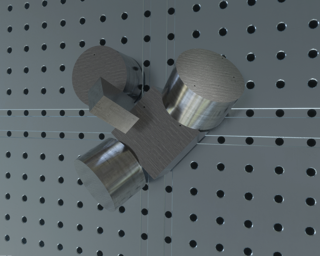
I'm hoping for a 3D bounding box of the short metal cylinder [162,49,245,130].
[{"bbox_3d":[0.048,-0.045,0.355,0.080,0.081,0.050,45,142,14],"label":"short metal cylinder"}]

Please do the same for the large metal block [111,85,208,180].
[{"bbox_3d":[0.001,0.005,0.393,0.080,0.050,0.080,46,104,14],"label":"large metal block"}]

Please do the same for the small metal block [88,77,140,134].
[{"bbox_3d":[-0.055,-0.027,0.362,0.025,0.050,0.050,-47,32,16],"label":"small metal block"}]

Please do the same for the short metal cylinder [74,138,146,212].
[{"bbox_3d":[-0.064,0.059,0.396,0.080,0.050,0.080,35,145,29],"label":"short metal cylinder"}]

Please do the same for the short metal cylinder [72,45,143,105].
[{"bbox_3d":[-0.070,-0.066,0.420,0.080,0.050,0.079,0,90,20],"label":"short metal cylinder"}]
